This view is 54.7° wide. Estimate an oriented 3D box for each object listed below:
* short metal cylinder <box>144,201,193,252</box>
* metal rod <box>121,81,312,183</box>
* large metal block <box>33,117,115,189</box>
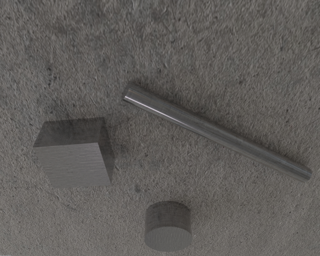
[{"bbox_3d":[0.014,0.171,0.537,0.081,0.050,0.079,0,130,0],"label":"short metal cylinder"},{"bbox_3d":[0.089,0.013,0.419,0.302,0.025,0.025,24,126,-20],"label":"metal rod"},{"bbox_3d":[-0.111,0.035,0.419,0.080,0.050,0.080,-5,130,3],"label":"large metal block"}]
